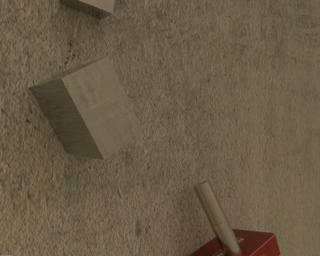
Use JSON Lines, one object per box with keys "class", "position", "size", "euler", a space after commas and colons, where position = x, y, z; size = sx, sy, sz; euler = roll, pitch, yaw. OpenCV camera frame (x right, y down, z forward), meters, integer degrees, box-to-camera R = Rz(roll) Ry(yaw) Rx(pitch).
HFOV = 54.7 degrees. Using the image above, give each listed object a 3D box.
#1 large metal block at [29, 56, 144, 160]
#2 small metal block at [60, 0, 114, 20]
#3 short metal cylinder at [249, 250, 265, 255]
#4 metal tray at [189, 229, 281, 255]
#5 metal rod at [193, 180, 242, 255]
{"class": "large metal block", "position": [-0.074, -0.018, 0.308], "size": [0.050, 0.080, 0.080], "euler": [-37, 113, -34]}
{"class": "small metal block", "position": [-0.078, -0.155, 0.341], "size": [0.050, 0.025, 0.050], "euler": [8, 85, -40]}
{"class": "short metal cylinder", "position": [0.155, 0.247, 0.499], "size": [0.081, 0.050, 0.079], "euler": [-27, 136, -30]}
{"class": "metal tray", "position": [0.098, 0.189, 0.443], "size": [0.131, 0.090, 0.030], "euler": [-16, 90, -40]}
{"class": "metal rod", "position": [0.121, 0.214, 0.425], "size": [0.025, 0.025, 0.299], "euler": [-20, 83, -39]}
